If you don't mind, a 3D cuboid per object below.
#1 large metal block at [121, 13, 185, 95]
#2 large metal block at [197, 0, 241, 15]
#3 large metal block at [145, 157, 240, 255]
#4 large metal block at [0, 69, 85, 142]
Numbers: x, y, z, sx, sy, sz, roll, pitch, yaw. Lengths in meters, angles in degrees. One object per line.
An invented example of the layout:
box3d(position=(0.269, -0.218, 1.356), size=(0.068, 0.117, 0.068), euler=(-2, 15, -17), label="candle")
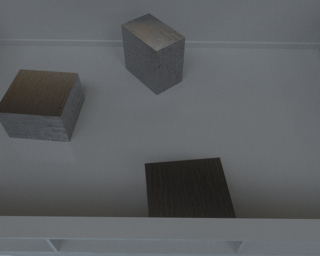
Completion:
box3d(position=(-0.010, -0.110, 0.462), size=(0.050, 0.080, 0.080), euler=(-32, 57, -24), label="large metal block")
box3d(position=(0.116, -0.271, 0.601), size=(0.081, 0.080, 0.050), euler=(2, 50, 1), label="large metal block")
box3d(position=(0.028, 0.081, 0.321), size=(0.081, 0.050, 0.080), euler=(-4, 50, -4), label="large metal block")
box3d(position=(-0.154, -0.031, 0.413), size=(0.080, 0.050, 0.080), euler=(4, 50, 3), label="large metal block")
